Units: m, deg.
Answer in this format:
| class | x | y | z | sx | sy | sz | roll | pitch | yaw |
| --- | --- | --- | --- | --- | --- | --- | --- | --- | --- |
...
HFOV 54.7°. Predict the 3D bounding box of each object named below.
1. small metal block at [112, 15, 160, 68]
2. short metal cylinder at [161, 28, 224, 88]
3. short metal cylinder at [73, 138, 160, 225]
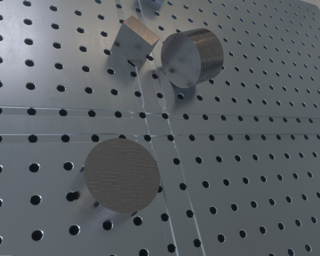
| class | x | y | z | sx | sy | sz | roll | pitch | yaw |
| --- | --- | --- | --- | --- | --- | --- | --- | --- | --- |
| small metal block | -0.036 | -0.124 | 0.449 | 0.050 | 0.050 | 0.025 | 38 | 51 | -3 |
| short metal cylinder | 0.047 | -0.104 | 0.462 | 0.050 | 0.080 | 0.080 | -24 | 75 | -37 |
| short metal cylinder | -0.047 | 0.057 | 0.332 | 0.081 | 0.050 | 0.080 | 14 | 56 | -21 |
